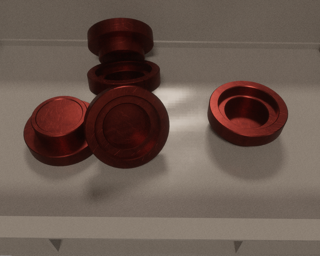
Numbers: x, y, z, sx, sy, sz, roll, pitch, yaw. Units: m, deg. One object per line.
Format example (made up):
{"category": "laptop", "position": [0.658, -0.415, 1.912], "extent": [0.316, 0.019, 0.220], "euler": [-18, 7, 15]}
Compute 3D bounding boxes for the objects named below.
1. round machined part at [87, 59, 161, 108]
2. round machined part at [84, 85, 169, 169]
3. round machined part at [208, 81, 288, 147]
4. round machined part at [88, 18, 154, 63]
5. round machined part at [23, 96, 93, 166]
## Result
{"category": "round machined part", "position": [-0.048, -0.061, 0.431], "extent": [0.099, 0.042, 0.098], "euler": [-2, 30, 1]}
{"category": "round machined part", "position": [-0.042, -0.004, 0.373], "extent": [0.099, 0.097, 0.042], "euler": [-16, 17, -14]}
{"category": "round machined part", "position": [0.112, -0.014, 0.408], "extent": [0.099, 0.042, 0.098], "euler": [0, 50, 0]}
{"category": "round machined part", "position": [-0.058, -0.122, 0.469], "extent": [0.099, 0.098, 0.042], "euler": [-4, 80, -4]}
{"category": "round machined part", "position": [-0.123, -0.003, 0.395], "extent": [0.099, 0.042, 0.098], "euler": [0, 50, 0]}
